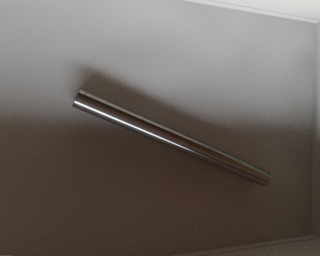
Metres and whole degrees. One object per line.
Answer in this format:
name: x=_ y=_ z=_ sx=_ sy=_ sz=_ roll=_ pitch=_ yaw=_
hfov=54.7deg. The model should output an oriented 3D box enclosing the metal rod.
metal rod: x=0.030 y=0.020 z=0.422 sx=0.302 sy=0.025 sz=0.025 roll=24 pitch=82 yaw=-19
